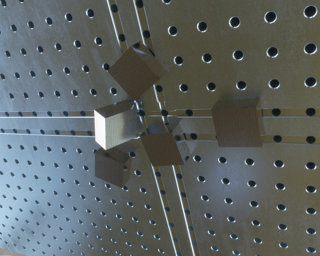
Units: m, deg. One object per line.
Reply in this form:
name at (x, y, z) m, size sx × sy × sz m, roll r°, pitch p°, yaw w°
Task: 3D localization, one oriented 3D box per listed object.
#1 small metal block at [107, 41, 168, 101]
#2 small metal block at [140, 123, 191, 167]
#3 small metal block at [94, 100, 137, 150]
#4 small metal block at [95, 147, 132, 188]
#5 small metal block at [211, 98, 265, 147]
small metal block at (-0.028, -0.069, 0.382) m, size 0.050 × 0.025 × 0.050 m, roll 49°, pitch 128°, yaw -7°
small metal block at (0.008, 0.024, 0.421) m, size 0.050 × 0.025 × 0.050 m, roll -8°, pitch 115°, yaw 31°
small metal block at (-0.059, -0.005, 0.418) m, size 0.025 × 0.050 × 0.050 m, roll 35°, pitch 133°, yaw 36°
small metal block at (-0.073, 0.060, 0.485) m, size 0.050 × 0.025 × 0.050 m, roll 19°, pitch 126°, yaw 16°
small metal block at (0.091, -0.005, 0.359) m, size 0.050 × 0.025 × 0.050 m, roll -2°, pitch 118°, yaw 29°
